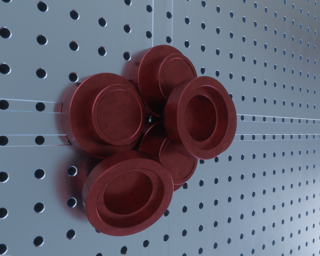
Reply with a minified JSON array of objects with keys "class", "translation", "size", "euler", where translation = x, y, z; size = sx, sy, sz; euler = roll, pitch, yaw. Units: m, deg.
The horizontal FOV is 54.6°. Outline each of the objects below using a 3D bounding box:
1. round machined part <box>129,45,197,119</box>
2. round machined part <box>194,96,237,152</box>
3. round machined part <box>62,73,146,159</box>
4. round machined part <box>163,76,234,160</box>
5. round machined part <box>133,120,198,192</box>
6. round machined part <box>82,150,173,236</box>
[{"class":"round machined part","translation":[0.012,-0.060,0.407],"size":[0.099,0.042,0.097],"euler":[0,90,-40]},{"class":"round machined part","translation":[0.065,-0.011,0.450],"size":[0.099,0.042,0.097],"euler":[0,90,-40]},{"class":"round machined part","translation":[-0.055,-0.014,0.351],"size":[0.099,0.042,0.097],"euler":[0,90,-40]},{"class":"round machined part","translation":[0.043,-0.012,0.377],"size":[0.099,0.042,0.097],"euler":[0,90,-40]},{"class":"round machined part","translation":[0.012,0.038,0.406],"size":[0.099,0.042,0.097],"euler":[0,90,-40]},{"class":"round machined part","translation":[-0.038,0.068,0.348],"size":[0.099,0.042,0.097],"euler":[-10,116,-21]}]
